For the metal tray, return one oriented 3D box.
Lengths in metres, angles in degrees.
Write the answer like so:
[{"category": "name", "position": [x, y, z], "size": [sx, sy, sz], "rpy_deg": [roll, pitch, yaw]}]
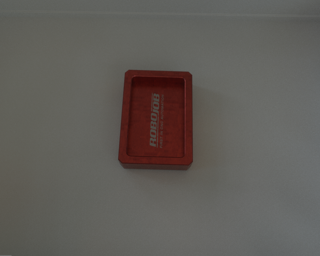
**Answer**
[{"category": "metal tray", "position": [-0.004, -0.012, 0.408], "size": [0.091, 0.030, 0.130], "rpy_deg": [2, 70, 0]}]
